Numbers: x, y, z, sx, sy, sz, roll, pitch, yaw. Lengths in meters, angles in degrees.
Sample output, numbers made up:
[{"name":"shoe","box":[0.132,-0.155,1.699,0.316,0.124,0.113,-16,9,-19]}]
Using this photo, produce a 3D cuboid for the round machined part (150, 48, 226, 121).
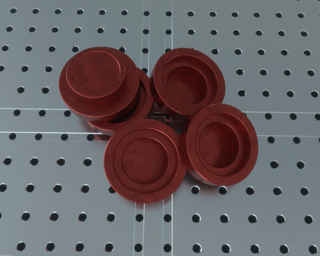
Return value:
[{"name":"round machined part","box":[0.033,-0.054,0.413,0.099,0.042,0.098,6,70,-16]}]

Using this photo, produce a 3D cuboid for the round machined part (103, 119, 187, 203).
[{"name":"round machined part","box":[-0.019,0.040,0.379,0.099,0.042,0.097,1,84,-10]}]

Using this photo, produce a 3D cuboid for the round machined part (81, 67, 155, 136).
[{"name":"round machined part","box":[-0.056,-0.035,0.414,0.099,0.042,0.098,0,70,-1]}]

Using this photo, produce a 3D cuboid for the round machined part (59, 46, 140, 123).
[{"name":"round machined part","box":[-0.075,-0.059,0.378,0.099,0.042,0.098,0,70,-1]}]

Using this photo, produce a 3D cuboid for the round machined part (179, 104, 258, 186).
[{"name":"round machined part","box":[0.068,0.022,0.383,0.099,0.042,0.097,3,80,-21]}]
